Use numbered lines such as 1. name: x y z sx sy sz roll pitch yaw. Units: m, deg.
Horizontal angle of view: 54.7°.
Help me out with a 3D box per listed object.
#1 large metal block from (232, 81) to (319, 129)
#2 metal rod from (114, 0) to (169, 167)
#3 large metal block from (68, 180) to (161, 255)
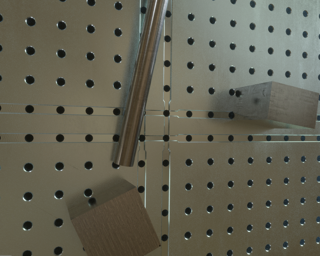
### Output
1. large metal block: 0.163 -0.030 0.446 0.081 0.080 0.050 9 87 -20
2. metal rod: -0.015 -0.099 0.393 0.025 0.025 0.298 12 92 -20
3. large metal block: -0.056 0.121 0.379 0.081 0.050 0.080 -24 98 -19
